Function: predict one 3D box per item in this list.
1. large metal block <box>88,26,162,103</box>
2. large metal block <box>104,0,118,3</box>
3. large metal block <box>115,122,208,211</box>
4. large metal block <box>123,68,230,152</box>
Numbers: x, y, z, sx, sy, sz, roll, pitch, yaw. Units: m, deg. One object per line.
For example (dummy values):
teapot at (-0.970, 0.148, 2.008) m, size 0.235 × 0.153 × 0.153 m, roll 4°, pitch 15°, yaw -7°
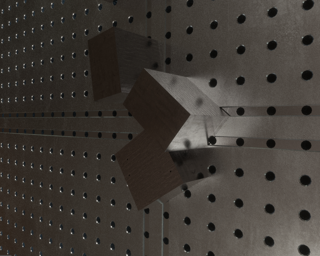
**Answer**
large metal block at (-0.043, -0.077, 0.407) m, size 0.050 × 0.081 × 0.080 m, roll -12°, pitch 83°, yaw 39°
large metal block at (-0.063, -0.236, 0.442) m, size 0.080 × 0.050 × 0.079 m, roll 1°, pitch 91°, yaw 39°
large metal block at (-0.001, 0.047, 0.392) m, size 0.080 × 0.050 × 0.080 m, roll -39°, pitch 67°, yaw 33°
large metal block at (0.019, -0.020, 0.356) m, size 0.080 × 0.081 × 0.050 m, roll 48°, pitch 118°, yaw 29°
